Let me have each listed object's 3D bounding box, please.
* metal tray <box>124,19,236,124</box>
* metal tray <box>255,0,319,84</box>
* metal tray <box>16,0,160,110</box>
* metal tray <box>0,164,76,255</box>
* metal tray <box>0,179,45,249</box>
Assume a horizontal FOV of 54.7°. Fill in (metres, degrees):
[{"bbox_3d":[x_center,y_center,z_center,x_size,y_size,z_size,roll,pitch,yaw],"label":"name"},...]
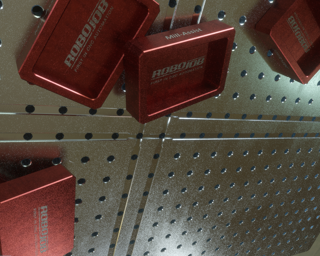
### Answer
[{"bbox_3d":[0.024,-0.066,0.358,0.131,0.030,0.089,-23,136,-28],"label":"metal tray"},{"bbox_3d":[0.202,-0.133,0.438,0.130,0.030,0.090,34,99,-39],"label":"metal tray"},{"bbox_3d":[-0.071,-0.092,0.312,0.090,0.030,0.129,25,105,-37],"label":"metal tray"},{"bbox_3d":[-0.151,0.116,0.374,0.091,0.030,0.129,-18,128,-42],"label":"metal tray"},{"bbox_3d":[-0.213,0.097,0.353,0.090,0.030,0.130,-45,130,3],"label":"metal tray"}]
